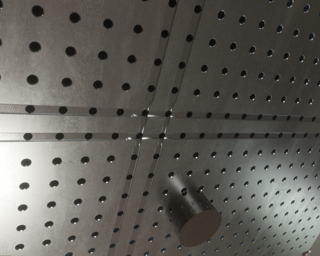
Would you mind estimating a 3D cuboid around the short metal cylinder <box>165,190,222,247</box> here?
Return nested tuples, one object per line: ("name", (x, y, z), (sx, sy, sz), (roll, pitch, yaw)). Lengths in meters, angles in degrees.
("short metal cylinder", (0.056, 0.152, 0.522), (0.081, 0.050, 0.079), (-14, 125, -21))
